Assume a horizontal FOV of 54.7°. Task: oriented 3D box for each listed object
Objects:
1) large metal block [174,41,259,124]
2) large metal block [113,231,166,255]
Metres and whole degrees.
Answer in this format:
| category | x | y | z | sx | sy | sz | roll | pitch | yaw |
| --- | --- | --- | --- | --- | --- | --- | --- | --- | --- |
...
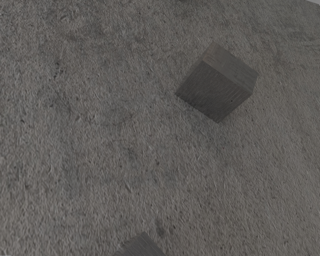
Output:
| category | x | y | z | sx | sy | sz | roll | pitch | yaw |
| --- | --- | --- | --- | --- | --- | --- | --- | --- | --- |
| large metal block | 0.081 | -0.064 | 0.451 | 0.080 | 0.080 | 0.050 | 34 | 51 | -6 |
| large metal block | -0.023 | 0.156 | 0.280 | 0.080 | 0.050 | 0.080 | 48 | 51 | 5 |
